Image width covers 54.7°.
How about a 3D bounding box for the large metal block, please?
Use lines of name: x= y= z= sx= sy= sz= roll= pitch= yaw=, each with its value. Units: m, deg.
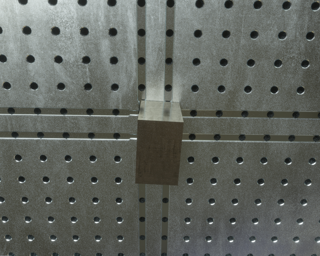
large metal block: x=-0.002 y=0.016 z=0.389 sx=0.050 sy=0.080 sz=0.079 roll=3 pitch=110 yaw=-2
